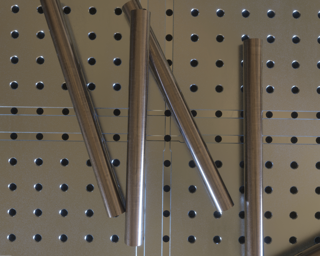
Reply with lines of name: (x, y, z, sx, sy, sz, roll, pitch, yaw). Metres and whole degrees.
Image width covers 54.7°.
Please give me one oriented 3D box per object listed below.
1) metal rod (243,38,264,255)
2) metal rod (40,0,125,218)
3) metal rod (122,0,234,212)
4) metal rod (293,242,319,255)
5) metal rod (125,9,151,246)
metal rod: (0.125, 0.032, 0.415, 0.025, 0.025, 0.298, -1, 90, -1)
metal rod: (-0.102, -0.028, 0.412, 0.025, 0.025, 0.298, -17, 90, 0)
metal rod: (0.024, -0.029, 0.413, 0.025, 0.025, 0.299, -25, 90, 0)
metal rod: (0.216, 0.169, 0.416, 0.301, 0.025, 0.025, -27, 90, -1)
metal rod: (-0.029, 0.004, 0.399, 0.025, 0.025, 0.298, 2, 95, -1)
